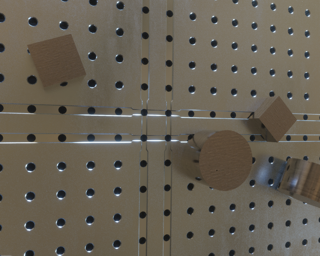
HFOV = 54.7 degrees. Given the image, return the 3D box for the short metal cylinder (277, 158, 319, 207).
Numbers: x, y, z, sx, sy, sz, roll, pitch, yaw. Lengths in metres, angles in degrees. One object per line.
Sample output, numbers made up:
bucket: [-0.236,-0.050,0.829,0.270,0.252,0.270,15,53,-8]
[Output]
short metal cylinder: [0.225,0.085,0.467,0.080,0.080,0.050,27,81,-18]

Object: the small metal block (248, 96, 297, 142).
small metal block: [0.174,-0.013,0.477,0.050,0.025,0.050,-45,104,-14]

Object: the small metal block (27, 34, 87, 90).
small metal block: [-0.122,-0.078,0.368,0.050,0.025,0.050,-22,97,-19]

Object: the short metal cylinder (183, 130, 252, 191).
short metal cylinder: [0.079,0.042,0.428,0.081,0.050,0.079,0,90,-20]
